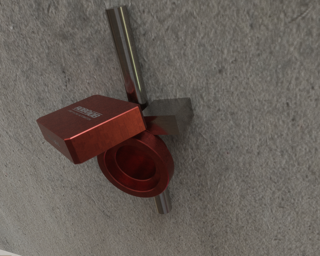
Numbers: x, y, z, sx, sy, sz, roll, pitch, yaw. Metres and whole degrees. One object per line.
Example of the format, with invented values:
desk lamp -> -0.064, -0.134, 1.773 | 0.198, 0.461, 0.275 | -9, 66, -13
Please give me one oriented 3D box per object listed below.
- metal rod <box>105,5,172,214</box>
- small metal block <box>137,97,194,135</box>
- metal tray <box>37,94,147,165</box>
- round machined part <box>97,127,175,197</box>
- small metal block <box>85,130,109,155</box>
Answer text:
metal rod -> -0.022, -0.006, 0.415 | 0.025, 0.025, 0.298 | 2, 120, 27
small metal block -> 0.008, -0.015, 0.378 | 0.050, 0.050, 0.025 | -1, 118, 28
metal tray -> -0.088, -0.005, 0.377 | 0.130, 0.091, 0.030 | 18, 130, 54
round machined part -> -0.027, 0.039, 0.399 | 0.098, 0.042, 0.097 | 12, 127, 18
small metal block -> -0.075, 0.011, 0.437 | 0.050, 0.050, 0.025 | -20, 108, 35
